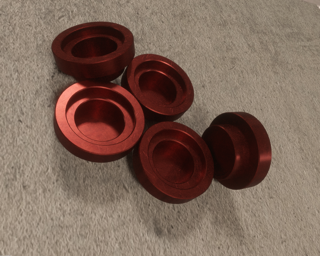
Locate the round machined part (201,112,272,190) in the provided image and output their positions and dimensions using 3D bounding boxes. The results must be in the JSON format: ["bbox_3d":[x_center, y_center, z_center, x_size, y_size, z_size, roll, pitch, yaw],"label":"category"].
[{"bbox_3d":[0.086,0.029,0.388,0.042,0.097,0.098,-4,64,-30],"label":"round machined part"}]

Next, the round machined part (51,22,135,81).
[{"bbox_3d":[-0.080,-0.091,0.389,0.099,0.042,0.098,-1,46,1],"label":"round machined part"}]

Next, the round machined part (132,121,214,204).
[{"bbox_3d":[0.013,0.044,0.374,0.099,0.042,0.098,14,56,-21],"label":"round machined part"}]

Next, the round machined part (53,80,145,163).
[{"bbox_3d":[-0.070,-0.004,0.355,0.099,0.042,0.098,11,56,-17],"label":"round machined part"}]

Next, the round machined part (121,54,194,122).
[{"bbox_3d":[-0.007,-0.049,0.421,0.099,0.042,0.098,14,56,-21],"label":"round machined part"}]
